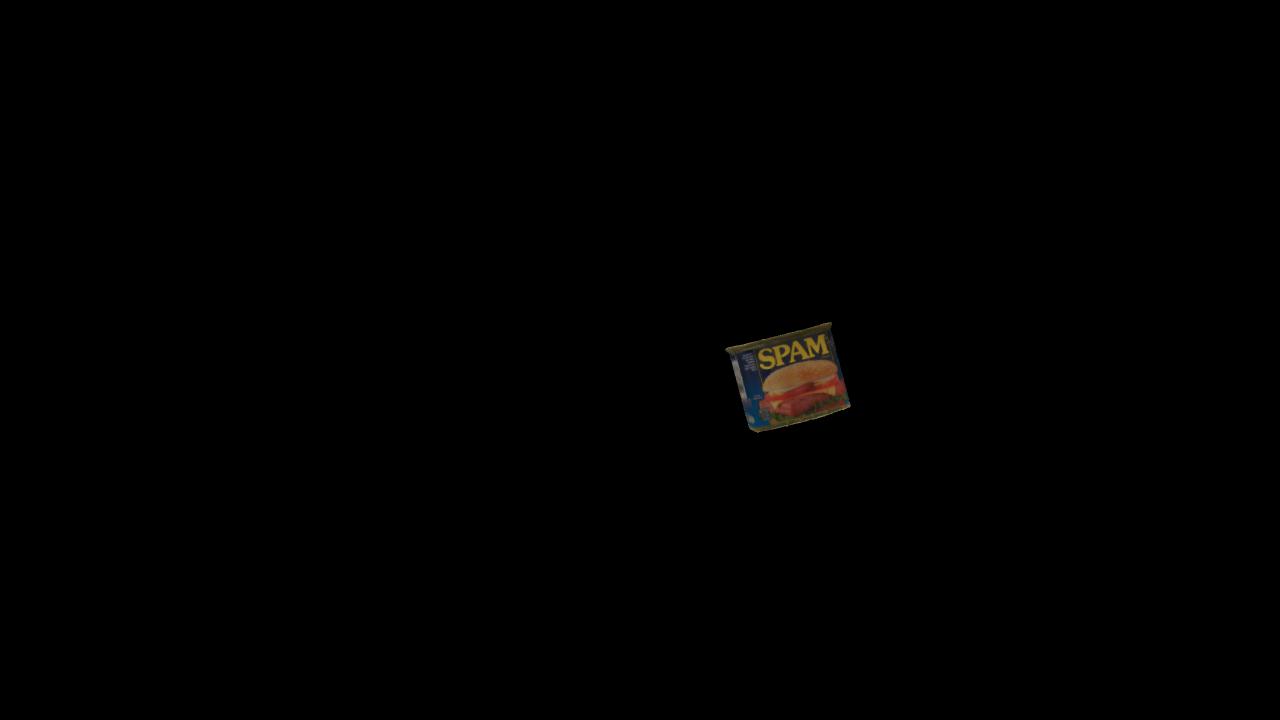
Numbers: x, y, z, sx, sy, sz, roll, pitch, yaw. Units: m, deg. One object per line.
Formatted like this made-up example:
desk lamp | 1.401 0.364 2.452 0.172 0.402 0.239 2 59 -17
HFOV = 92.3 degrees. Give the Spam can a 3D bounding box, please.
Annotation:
Spam can | 0.144 0.017 0.597 0.101 0.085 0.058 -14 -1 -5
